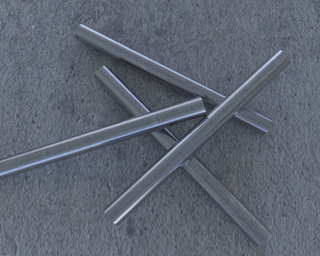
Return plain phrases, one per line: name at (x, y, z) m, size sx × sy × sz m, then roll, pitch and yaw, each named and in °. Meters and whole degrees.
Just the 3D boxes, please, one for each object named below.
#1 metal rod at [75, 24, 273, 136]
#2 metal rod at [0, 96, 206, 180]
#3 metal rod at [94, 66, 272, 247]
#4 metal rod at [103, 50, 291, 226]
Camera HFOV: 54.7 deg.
metal rod at (0.012, -0.071, 0.434) m, size 0.301 × 0.025 × 0.025 m, roll 29°, pitch 73°, yaw 10°
metal rod at (-0.091, 0.018, 0.383) m, size 0.302 × 0.025 × 0.025 m, roll -17°, pitch 71°, yaw 0°
metal rod at (0.019, 0.026, 0.398) m, size 0.025 × 0.025 × 0.300 m, roll -41°, pitch 75°, yaw -13°
metal rod at (0.054, 0.003, 0.379) m, size 0.301 × 0.025 × 0.025 m, roll -41°, pitch 75°, yaw -14°
